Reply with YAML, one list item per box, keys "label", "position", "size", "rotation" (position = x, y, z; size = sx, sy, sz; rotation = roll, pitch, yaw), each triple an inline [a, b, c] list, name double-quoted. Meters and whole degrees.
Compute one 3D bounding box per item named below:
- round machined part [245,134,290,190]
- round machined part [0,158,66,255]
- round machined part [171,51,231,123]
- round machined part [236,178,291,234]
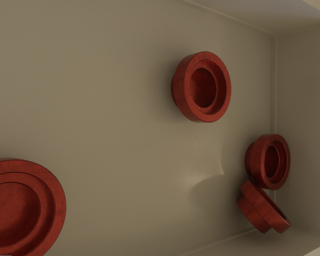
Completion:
- label: "round machined part"
  position: [0.189, 0.059, 0.554]
  size: [0.099, 0.042, 0.097]
  rotation: [0, 90, -40]
- label: "round machined part"
  position: [-0.140, 0.075, 0.278]
  size: [0.099, 0.042, 0.097]
  rotation: [0, 90, -40]
- label: "round machined part"
  position: [0.054, -0.056, 0.441]
  size: [0.099, 0.042, 0.097]
  rotation: [0, 90, -40]
- label: "round machined part"
  position: [0.164, 0.133, 0.509]
  size: [0.042, 0.098, 0.098]
  rotation: [-44, 124, 11]
